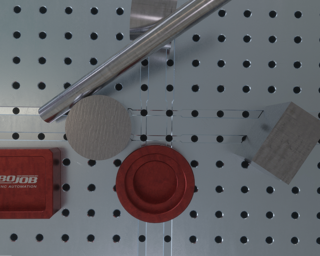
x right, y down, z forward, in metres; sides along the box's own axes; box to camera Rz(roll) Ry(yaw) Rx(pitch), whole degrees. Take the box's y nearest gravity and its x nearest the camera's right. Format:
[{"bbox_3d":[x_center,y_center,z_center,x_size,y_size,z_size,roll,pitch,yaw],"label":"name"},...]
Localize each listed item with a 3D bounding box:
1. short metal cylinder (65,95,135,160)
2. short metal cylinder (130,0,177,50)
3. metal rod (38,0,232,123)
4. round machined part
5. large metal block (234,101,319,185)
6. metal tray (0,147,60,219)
[{"bbox_3d":[-0.075,-0.001,0.400,0.081,0.050,0.079,0,90,0],"label":"short metal cylinder"},{"bbox_3d":[-0.006,-0.142,0.386,0.050,0.080,0.080,8,90,0],"label":"short metal cylinder"},{"bbox_3d":[-0.030,-0.087,0.360,0.300,0.025,0.025,-30,90,21],"label":"metal rod"},{"bbox_3d":[-0.006,0.069,0.405,0.099,0.042,0.097,0,90,0],"label":"round machined part"},{"bbox_3d":[0.146,0.017,0.387,0.050,0.080,0.080,34,90,0],"label":"large metal block"},{"bbox_3d":[-0.202,0.071,0.409,0.131,0.030,0.089,0,90,0],"label":"metal tray"}]
